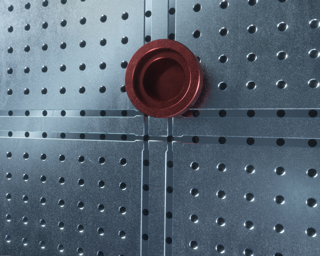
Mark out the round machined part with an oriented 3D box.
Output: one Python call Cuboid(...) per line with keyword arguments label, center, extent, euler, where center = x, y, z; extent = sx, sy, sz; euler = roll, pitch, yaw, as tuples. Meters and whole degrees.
Cuboid(label="round machined part", center=(0.008, -0.061, 0.401), extent=(0.098, 0.042, 0.097), euler=(0, 90, 20))
